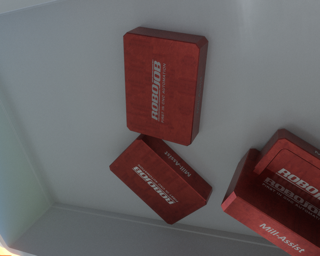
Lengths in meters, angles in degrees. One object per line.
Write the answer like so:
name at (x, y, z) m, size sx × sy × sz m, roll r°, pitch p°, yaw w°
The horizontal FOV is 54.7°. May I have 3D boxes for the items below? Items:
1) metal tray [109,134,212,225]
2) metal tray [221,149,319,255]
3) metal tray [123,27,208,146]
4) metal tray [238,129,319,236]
metal tray at (-0.001, 0.074, 0.451) m, size 0.130 × 0.030 × 0.090 m, roll 44°, pitch 129°, yaw -3°
metal tray at (0.142, 0.088, 0.345) m, size 0.130 × 0.090 × 0.030 m, roll 32°, pitch 130°, yaw 7°
metal tray at (0.004, -0.048, 0.373) m, size 0.090 × 0.030 × 0.129 m, roll 15°, pitch 125°, yaw 20°
metal tray at (0.166, 0.072, 0.350) m, size 0.130 × 0.030 × 0.089 m, roll 33°, pitch 117°, yaw 5°
